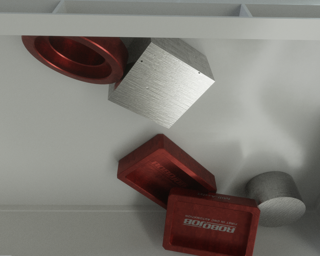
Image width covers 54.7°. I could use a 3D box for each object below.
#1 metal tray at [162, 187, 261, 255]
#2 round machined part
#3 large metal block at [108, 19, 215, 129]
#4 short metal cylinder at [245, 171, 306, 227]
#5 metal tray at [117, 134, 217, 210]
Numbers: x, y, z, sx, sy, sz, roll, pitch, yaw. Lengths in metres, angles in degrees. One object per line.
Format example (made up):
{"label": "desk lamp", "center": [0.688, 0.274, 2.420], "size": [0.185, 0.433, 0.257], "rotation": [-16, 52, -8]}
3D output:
{"label": "metal tray", "center": [0.074, 0.144, 0.461], "size": [0.131, 0.030, 0.089], "rotation": [8, 100, 7]}
{"label": "round machined part", "center": [-0.078, -0.085, 0.305], "size": [0.099, 0.042, 0.098], "rotation": [14, 163, 5]}
{"label": "large metal block", "center": [-0.001, -0.056, 0.341], "size": [0.080, 0.050, 0.080], "rotation": [26, 126, -27]}
{"label": "short metal cylinder", "center": [0.181, 0.114, 0.493], "size": [0.081, 0.050, 0.079], "rotation": [-1, 130, 0]}
{"label": "metal tray", "center": [0.012, 0.074, 0.468], "size": [0.090, 0.030, 0.130], "rotation": [-35, 123, 25]}
